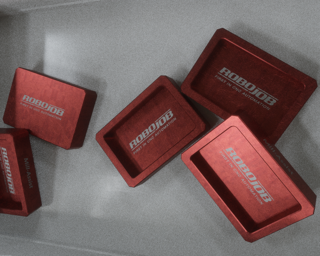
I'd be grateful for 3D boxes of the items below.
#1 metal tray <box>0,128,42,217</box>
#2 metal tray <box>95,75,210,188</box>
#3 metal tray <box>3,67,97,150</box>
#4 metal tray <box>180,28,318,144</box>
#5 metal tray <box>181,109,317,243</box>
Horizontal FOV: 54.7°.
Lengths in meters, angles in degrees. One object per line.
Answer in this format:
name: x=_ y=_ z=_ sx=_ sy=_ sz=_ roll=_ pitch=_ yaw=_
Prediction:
metal tray: x=-0.236 y=0.066 z=0.471 sx=0.090 sy=0.030 sz=0.129 roll=1 pitch=105 yaw=19
metal tray: x=-0.012 y=0.005 z=0.410 sx=0.130 sy=0.030 sz=0.090 roll=-40 pitch=78 yaw=15
metal tray: x=-0.167 y=-0.030 z=0.465 sx=0.130 sy=0.030 sz=0.089 roll=20 pitch=96 yaw=18
metal tray: x=0.102 y=-0.048 z=0.371 sx=0.130 sy=0.030 sz=0.090 roll=36 pitch=101 yaw=16
metal tray: x=0.097 y=0.055 z=0.353 sx=0.090 sy=0.030 sz=0.130 roll=-42 pitch=83 yaw=32
